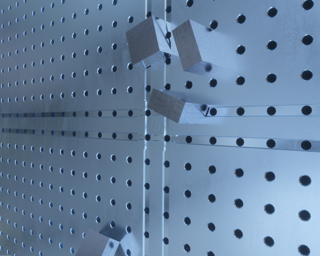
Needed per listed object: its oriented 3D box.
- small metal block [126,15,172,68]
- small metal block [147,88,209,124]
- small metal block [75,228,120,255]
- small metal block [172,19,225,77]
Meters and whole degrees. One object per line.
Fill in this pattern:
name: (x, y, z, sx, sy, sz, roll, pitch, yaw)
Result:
small metal block: (-0.016, -0.115, 0.421, 0.050, 0.025, 0.050, -19, 78, 38)
small metal block: (0.022, -0.026, 0.373, 0.050, 0.050, 0.025, 29, 108, 36)
small metal block: (-0.097, 0.188, 0.472, 0.050, 0.025, 0.050, 6, 62, 39)
small metal block: (0.045, -0.090, 0.355, 0.025, 0.050, 0.050, -24, 75, 37)
